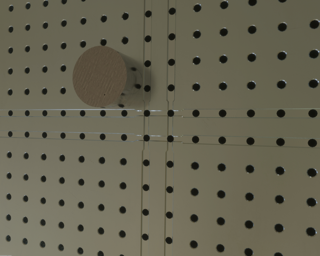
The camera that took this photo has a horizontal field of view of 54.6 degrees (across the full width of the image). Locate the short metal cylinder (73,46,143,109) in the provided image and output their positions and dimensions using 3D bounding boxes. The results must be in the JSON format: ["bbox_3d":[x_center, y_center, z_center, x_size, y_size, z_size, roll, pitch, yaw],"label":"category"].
[{"bbox_3d":[-0.071,-0.067,0.425,0.080,0.050,0.080,0,90,20],"label":"short metal cylinder"}]
